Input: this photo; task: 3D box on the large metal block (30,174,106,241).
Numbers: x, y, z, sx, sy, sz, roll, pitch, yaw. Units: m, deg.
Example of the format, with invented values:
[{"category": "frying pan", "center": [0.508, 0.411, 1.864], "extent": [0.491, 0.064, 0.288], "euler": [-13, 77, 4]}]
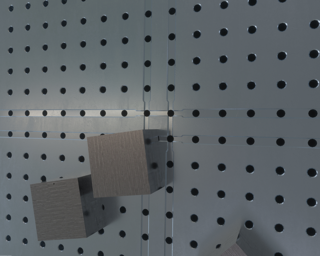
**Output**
[{"category": "large metal block", "center": [-0.132, 0.112, 0.447], "extent": [0.080, 0.050, 0.080], "euler": [-11, 87, 19]}]

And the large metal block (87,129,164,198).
[{"category": "large metal block", "center": [-0.045, 0.046, 0.416], "extent": [0.080, 0.050, 0.080], "euler": [-8, 87, 20]}]

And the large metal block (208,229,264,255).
[{"category": "large metal block", "center": [0.091, 0.183, 0.367], "extent": [0.080, 0.050, 0.080], "euler": [-45, 76, 14]}]
